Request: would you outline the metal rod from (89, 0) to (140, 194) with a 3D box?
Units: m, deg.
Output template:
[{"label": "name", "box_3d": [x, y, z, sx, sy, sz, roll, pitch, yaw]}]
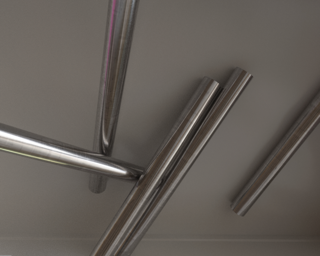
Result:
[{"label": "metal rod", "box_3d": [-0.057, -0.020, 0.341, 0.025, 0.025, 0.298, 13, 133, -5]}]

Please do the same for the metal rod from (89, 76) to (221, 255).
[{"label": "metal rod", "box_3d": [-0.014, 0.067, 0.389, 0.025, 0.025, 0.299, 33, 89, -11]}]

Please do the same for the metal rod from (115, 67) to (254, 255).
[{"label": "metal rod", "box_3d": [0.025, 0.054, 0.410, 0.025, 0.025, 0.299, 31, 99, -11]}]

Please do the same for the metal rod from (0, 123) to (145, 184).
[{"label": "metal rod", "box_3d": [-0.098, 0.031, 0.335, 0.025, 0.025, 0.301, -48, 138, 16]}]

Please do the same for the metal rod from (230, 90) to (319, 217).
[{"label": "metal rod", "box_3d": [0.190, 0.000, 0.412, 0.025, 0.025, 0.298, 29, 107, -10]}]
